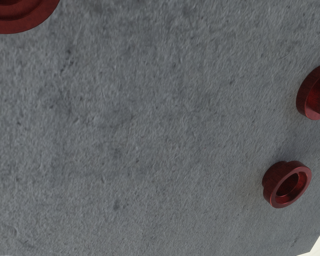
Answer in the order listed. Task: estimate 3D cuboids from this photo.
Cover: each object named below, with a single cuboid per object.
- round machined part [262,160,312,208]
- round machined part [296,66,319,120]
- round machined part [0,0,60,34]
[{"bbox_3d":[0.236,0.102,0.591,0.099,0.042,0.097,-14,125,-21],"label":"round machined part"},{"bbox_3d":[0.282,-0.056,0.519,0.099,0.042,0.097,-14,125,-21],"label":"round machined part"},{"bbox_3d":[-0.130,-0.129,0.245,0.099,0.042,0.097,-14,125,-21],"label":"round machined part"}]
